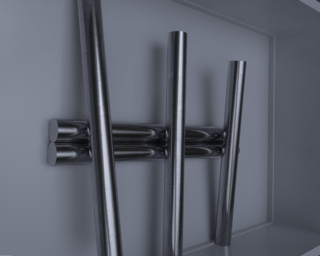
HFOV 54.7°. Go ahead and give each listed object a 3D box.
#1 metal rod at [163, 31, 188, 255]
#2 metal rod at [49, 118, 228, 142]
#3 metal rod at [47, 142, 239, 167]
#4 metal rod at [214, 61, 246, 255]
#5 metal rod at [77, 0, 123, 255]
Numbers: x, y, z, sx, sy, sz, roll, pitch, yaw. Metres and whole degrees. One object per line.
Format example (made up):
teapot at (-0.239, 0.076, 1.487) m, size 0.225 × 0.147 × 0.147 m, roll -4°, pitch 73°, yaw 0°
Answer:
metal rod at (0.019, 0.030, 0.391) m, size 0.025 × 0.025 × 0.298 m, roll 2°, pitch 89°, yaw -40°
metal rod at (0.007, 0.007, 0.413) m, size 0.302 × 0.025 × 0.025 m, roll 2°, pitch 89°, yaw -40°
metal rod at (0.006, 0.031, 0.412) m, size 0.302 × 0.025 × 0.025 m, roll 2°, pitch 89°, yaw -40°
metal rod at (0.104, 0.052, 0.466) m, size 0.025 × 0.025 × 0.298 m, roll -5°, pitch 102°, yaw -40°
metal rod at (-0.064, -0.013, 0.322) m, size 0.025 × 0.025 × 0.298 m, roll -1°, pitch 83°, yaw -40°
